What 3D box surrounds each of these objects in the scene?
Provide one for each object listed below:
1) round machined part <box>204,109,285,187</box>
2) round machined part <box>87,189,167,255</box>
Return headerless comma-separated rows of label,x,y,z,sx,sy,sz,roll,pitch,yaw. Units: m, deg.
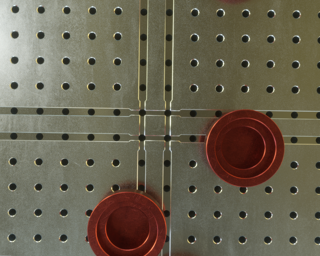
round machined part,0.107,0.025,0.406,0.099,0.042,0.097,0,90,-1
round machined part,-0.041,0.128,0.404,0.099,0.042,0.097,0,90,-1
